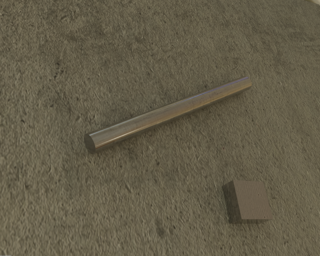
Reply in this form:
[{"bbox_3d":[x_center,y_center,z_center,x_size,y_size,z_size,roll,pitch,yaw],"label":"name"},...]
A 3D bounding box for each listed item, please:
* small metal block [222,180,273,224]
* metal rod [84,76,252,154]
[{"bbox_3d":[0.114,0.097,0.406,0.050,0.025,0.050,8,58,-24],"label":"small metal block"},{"bbox_3d":[0.033,-0.029,0.439,0.302,0.025,0.025,-23,74,-36],"label":"metal rod"}]
